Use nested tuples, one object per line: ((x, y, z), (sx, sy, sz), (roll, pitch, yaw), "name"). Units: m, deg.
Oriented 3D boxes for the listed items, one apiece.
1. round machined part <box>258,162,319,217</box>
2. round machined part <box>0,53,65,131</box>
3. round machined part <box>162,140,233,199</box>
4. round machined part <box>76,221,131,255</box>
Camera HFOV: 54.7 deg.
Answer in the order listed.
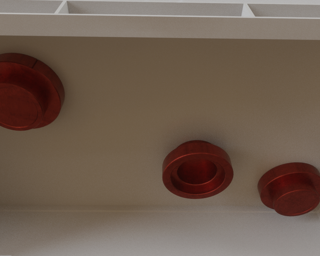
((0.208, 0.102, 0.487), (0.099, 0.042, 0.097), (0, 130, 0), "round machined part")
((-0.168, -0.035, 0.366), (0.099, 0.042, 0.097), (0, 130, 0), "round machined part")
((0.052, 0.056, 0.446), (0.099, 0.042, 0.097), (0, 130, 0), "round machined part")
((-0.102, 0.211, 0.579), (0.099, 0.042, 0.097), (0, 130, 0), "round machined part")
